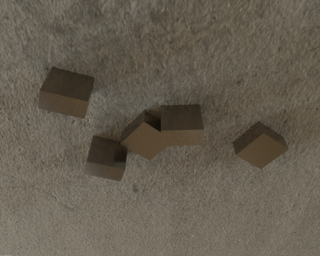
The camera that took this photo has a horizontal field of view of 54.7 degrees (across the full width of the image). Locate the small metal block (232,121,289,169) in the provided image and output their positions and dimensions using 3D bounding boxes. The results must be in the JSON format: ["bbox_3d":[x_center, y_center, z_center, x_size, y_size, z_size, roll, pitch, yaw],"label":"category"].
[{"bbox_3d":[0.139,0.025,0.431,0.050,0.025,0.050,29,124,-23],"label":"small metal block"}]

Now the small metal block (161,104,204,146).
[{"bbox_3d":[0.027,-0.004,0.388,0.050,0.050,0.025,-1,130,1],"label":"small metal block"}]

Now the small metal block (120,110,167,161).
[{"bbox_3d":[-0.017,0.011,0.416,0.050,0.025,0.050,33,123,-25],"label":"small metal block"}]

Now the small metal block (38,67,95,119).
[{"bbox_3d":[-0.105,-0.041,0.354,0.050,0.050,0.025,13,129,-11],"label":"small metal block"}]

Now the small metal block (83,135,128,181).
[{"bbox_3d":[-0.073,0.041,0.425,0.050,0.050,0.025,14,129,-12],"label":"small metal block"}]
